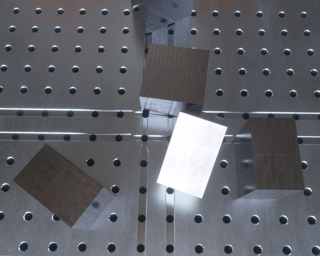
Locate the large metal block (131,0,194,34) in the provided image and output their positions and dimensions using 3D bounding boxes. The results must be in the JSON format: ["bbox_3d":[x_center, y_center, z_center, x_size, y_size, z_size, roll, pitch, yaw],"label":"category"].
[{"bbox_3d":[0.003,-0.196,0.454,0.080,0.080,0.050,-26,72,-9],"label":"large metal block"}]

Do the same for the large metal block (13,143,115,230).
[{"bbox_3d":[-0.105,0.071,0.356,0.080,0.080,0.050,34,74,11],"label":"large metal block"}]

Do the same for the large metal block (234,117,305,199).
[{"bbox_3d":[0.125,0.039,0.369,0.050,0.080,0.080,1,70,0],"label":"large metal block"}]

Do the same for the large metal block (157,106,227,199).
[{"bbox_3d":[0.039,0.023,0.359,0.050,0.080,0.080,19,100,7],"label":"large metal block"}]

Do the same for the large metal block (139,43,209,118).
[{"bbox_3d":[0.020,-0.063,0.422,0.080,0.050,0.080,8,70,3],"label":"large metal block"}]
